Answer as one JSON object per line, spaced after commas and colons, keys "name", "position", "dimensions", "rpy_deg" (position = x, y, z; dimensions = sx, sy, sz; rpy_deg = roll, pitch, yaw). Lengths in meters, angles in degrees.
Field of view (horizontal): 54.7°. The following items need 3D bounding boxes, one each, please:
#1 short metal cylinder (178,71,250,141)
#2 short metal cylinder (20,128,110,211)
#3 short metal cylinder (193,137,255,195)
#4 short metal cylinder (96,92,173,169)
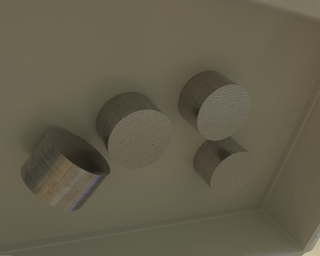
{"name": "short metal cylinder", "position": [0.072, -0.030, 0.413], "dimensions": [0.081, 0.050, 0.079], "rpy_deg": [-14, 124, -21]}
{"name": "short metal cylinder", "position": [-0.103, 0.045, 0.344], "dimensions": [0.080, 0.080, 0.050], "rpy_deg": [33, 100, -38]}
{"name": "short metal cylinder", "position": [0.099, 0.057, 0.482], "dimensions": [0.081, 0.050, 0.079], "rpy_deg": [-14, 124, -21]}
{"name": "short metal cylinder", "position": [-0.032, 0.003, 0.377], "dimensions": [0.081, 0.050, 0.079], "rpy_deg": [-14, 124, -21]}
